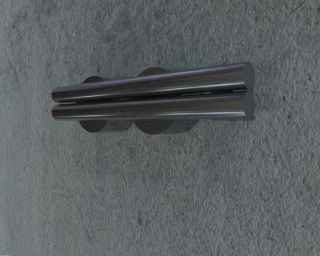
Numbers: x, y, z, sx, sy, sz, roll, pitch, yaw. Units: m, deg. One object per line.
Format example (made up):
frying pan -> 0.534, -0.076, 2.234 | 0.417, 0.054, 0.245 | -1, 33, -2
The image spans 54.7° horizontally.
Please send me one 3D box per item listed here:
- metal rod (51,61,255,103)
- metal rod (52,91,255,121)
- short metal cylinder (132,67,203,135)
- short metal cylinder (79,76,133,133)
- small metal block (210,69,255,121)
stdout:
metal rod -> -0.036, -0.048, 0.370 | 0.300, 0.025, 0.025 | 1, 91, 40
metal rod -> -0.036, -0.022, 0.370 | 0.300, 0.025, 0.025 | 1, 91, 40
short metal cylinder -> 0.007, -0.032, 0.385 | 0.080, 0.050, 0.080 | 0, 90, 40
short metal cylinder -> -0.078, -0.033, 0.454 | 0.080, 0.050, 0.080 | 0, 90, 40
small metal block -> 0.077, -0.033, 0.328 | 0.025, 0.050, 0.050 | -2, 88, 40
